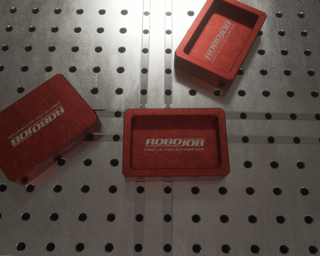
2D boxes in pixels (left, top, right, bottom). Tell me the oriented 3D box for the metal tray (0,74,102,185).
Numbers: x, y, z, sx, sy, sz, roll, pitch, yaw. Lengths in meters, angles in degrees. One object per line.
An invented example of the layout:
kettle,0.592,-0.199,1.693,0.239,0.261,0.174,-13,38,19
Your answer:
metal tray,-0.156,0.000,0.407,0.130,0.030,0.090,-39,75,-13

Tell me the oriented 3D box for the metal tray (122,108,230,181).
metal tray,0.019,0.021,0.401,0.131,0.030,0.090,-1,70,-1

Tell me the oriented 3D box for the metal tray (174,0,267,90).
metal tray,0.089,-0.131,0.457,0.090,0.030,0.130,27,72,9
